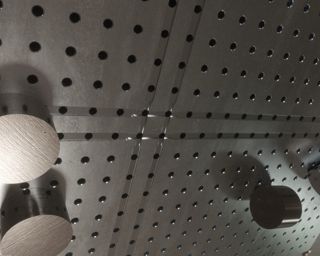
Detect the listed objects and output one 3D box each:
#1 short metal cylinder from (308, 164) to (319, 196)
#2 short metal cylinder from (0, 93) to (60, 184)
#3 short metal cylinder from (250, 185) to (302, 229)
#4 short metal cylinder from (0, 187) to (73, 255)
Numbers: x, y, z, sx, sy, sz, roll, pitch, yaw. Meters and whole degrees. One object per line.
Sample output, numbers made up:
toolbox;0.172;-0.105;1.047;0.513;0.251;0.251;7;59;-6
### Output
short metal cylinder;0.359;0.109;0.643;0.050;0.080;0.080;-29;129;-10
short metal cylinder;-0.150;0.010;0.320;0.081;0.050;0.079;-14;125;-21
short metal cylinder;0.220;0.150;0.593;0.050;0.080;0.079;7;115;-32
short metal cylinder;-0.155;0.122;0.386;0.081;0.050;0.079;-14;125;-21
